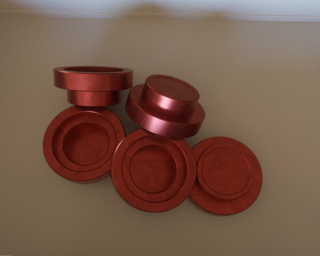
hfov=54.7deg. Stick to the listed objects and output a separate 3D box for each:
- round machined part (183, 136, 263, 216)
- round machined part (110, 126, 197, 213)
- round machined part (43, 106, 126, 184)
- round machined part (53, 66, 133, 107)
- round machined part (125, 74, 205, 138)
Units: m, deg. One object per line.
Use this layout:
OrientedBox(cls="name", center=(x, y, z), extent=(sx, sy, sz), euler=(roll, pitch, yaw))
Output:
OrientedBox(cls="round machined part", center=(0.077, 0.056, 0.379), extent=(0.099, 0.042, 0.098), euler=(0, 70, -1))
OrientedBox(cls="round machined part", center=(-0.010, 0.050, 0.368), extent=(0.099, 0.042, 0.098), euler=(3, 76, -13))
OrientedBox(cls="round machined part", center=(-0.090, 0.022, 0.389), extent=(0.099, 0.042, 0.098), euler=(0, 70, -1))
OrientedBox(cls="round machined part", center=(-0.084, -0.054, 0.399), extent=(0.099, 0.098, 0.042), euler=(3, 106, 0))
OrientedBox(cls="round machined part", center=(0.010, -0.033, 0.382), extent=(0.099, 0.042, 0.098), euler=(15, 30, -8))
